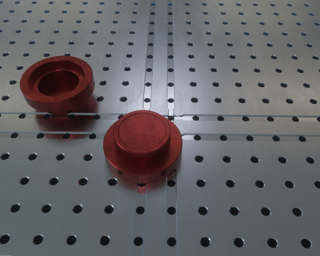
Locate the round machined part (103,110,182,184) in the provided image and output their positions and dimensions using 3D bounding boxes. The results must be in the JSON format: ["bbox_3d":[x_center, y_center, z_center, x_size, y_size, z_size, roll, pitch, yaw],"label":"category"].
[{"bbox_3d":[-0.021,0.016,0.384,0.099,0.042,0.098,0,50,0],"label":"round machined part"}]

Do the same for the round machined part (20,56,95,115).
[{"bbox_3d":[-0.143,-0.057,0.444,0.099,0.042,0.098,0,50,0],"label":"round machined part"}]
